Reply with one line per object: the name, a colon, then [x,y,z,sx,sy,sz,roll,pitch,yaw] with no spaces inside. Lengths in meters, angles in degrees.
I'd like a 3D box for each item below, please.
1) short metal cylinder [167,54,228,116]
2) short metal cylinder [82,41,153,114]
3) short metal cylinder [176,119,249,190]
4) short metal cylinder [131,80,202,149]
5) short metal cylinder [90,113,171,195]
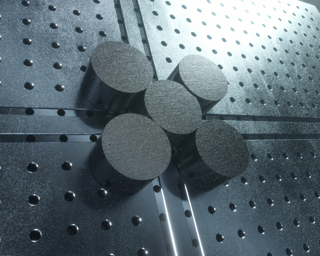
short metal cylinder: [0.052,-0.061,0.456,0.081,0.050,0.080,14,56,-21]
short metal cylinder: [-0.056,-0.065,0.402,0.081,0.050,0.080,14,56,-21]
short metal cylinder: [0.069,0.035,0.409,0.081,0.050,0.080,14,56,-21]
short metal cylinder: [0.007,-0.016,0.407,0.081,0.050,0.080,14,56,-21]
short metal cylinder: [-0.034,0.030,0.355,0.081,0.050,0.080,14,56,-21]
